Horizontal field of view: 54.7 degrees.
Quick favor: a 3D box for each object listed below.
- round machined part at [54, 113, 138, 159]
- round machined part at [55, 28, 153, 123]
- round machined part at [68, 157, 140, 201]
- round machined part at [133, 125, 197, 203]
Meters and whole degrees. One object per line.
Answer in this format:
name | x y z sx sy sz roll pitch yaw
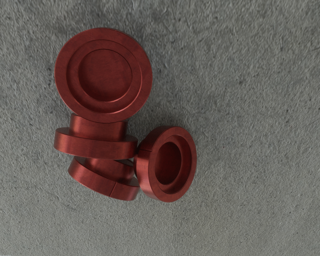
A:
round machined part | -0.075 0.007 0.377 0.099 0.098 0.042 8 95 -7
round machined part | -0.058 -0.058 0.333 0.099 0.042 0.097 -1 110 -3
round machined part | -0.069 0.056 0.419 0.099 0.098 0.042 25 90 -20
round machined part | 0.003 0.045 0.408 0.042 0.098 0.098 4 140 41
